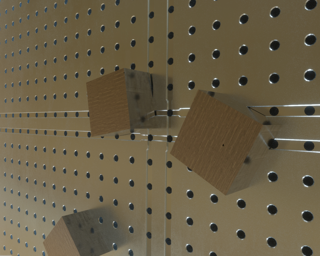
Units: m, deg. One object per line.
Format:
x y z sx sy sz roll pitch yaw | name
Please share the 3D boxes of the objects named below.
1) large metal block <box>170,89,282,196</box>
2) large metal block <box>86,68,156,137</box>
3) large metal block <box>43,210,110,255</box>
0.069 0.013 0.337 0.080 0.050 0.080 35 112 34 | large metal block
-0.056 -0.033 0.441 0.080 0.050 0.080 -11 83 39 | large metal block
-0.140 0.196 0.510 0.080 0.050 0.080 -52 60 27 | large metal block
